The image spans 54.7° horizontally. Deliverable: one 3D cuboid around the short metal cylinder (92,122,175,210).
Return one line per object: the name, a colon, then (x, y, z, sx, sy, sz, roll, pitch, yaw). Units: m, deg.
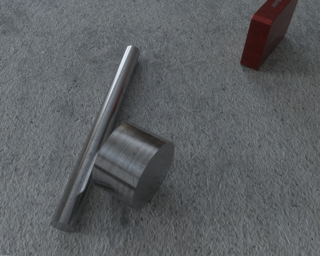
short metal cylinder: (-0.026, 0.040, 0.334, 0.050, 0.080, 0.080, 26, 55, 20)

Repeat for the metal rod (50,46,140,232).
metal rod: (-0.072, -0.012, 0.411, 0.025, 0.025, 0.300, 8, 50, 6)

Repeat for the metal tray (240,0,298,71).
metal tray: (0.180, -0.164, 0.501, 0.030, 0.089, 0.131, 29, 55, 21)
